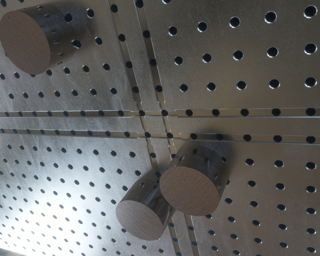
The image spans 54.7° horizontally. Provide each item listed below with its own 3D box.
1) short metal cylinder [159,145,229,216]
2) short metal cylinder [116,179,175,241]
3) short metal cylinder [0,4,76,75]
[{"bbox_3d":[0.046,0.070,0.413,0.080,0.050,0.079,13,124,20],"label":"short metal cylinder"},{"bbox_3d":[-0.021,0.128,0.484,0.080,0.050,0.079,13,124,20],"label":"short metal cylinder"},{"bbox_3d":[-0.159,-0.116,0.405,0.080,0.050,0.079,13,124,20],"label":"short metal cylinder"}]
